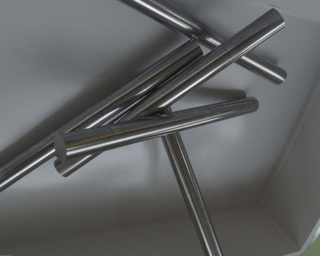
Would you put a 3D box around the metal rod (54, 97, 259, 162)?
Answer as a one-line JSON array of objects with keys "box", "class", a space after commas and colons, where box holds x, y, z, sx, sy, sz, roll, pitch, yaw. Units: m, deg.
[{"box": [0.025, -0.009, 0.369, 0.302, 0.025, 0.025, -13, 126, -40], "class": "metal rod"}]

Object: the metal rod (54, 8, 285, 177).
[{"box": [0.004, -0.035, 0.354, 0.300, 0.025, 0.025, -34, 130, 8], "class": "metal rod"}]

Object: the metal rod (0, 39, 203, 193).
[{"box": [-0.081, -0.008, 0.351, 0.301, 0.025, 0.025, -34, 129, -3], "class": "metal rod"}]

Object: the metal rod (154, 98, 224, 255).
[{"box": [0.042, 0.086, 0.410, 0.025, 0.025, 0.298, -24, 103, -15], "class": "metal rod"}]

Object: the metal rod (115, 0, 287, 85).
[{"box": [0.058, -0.110, 0.374, 0.302, 0.025, 0.025, 16, 110, -35], "class": "metal rod"}]
